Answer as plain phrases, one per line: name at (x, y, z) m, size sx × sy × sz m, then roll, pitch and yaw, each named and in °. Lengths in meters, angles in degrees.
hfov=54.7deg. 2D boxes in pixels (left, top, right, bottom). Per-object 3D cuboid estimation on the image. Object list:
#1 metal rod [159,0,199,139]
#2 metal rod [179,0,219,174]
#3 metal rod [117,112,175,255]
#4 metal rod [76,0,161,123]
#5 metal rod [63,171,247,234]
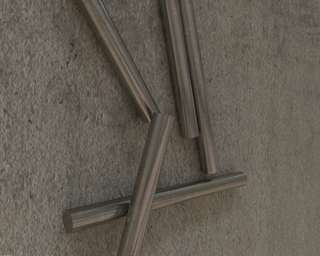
metal rod at (0.018, -0.133, 0.419) m, size 0.025 × 0.025 × 0.298 m, roll -17°, pitch 101°, yaw -39°
metal rod at (0.050, -0.079, 0.446) m, size 0.025 × 0.025 × 0.298 m, roll -17°, pitch 101°, yaw -39°
metal rod at (-0.032, 0.130, 0.350) m, size 0.025 × 0.025 × 0.298 m, roll 15°, pitch 89°, yaw -39°
metal rod at (-0.075, -0.136, 0.340) m, size 0.025 × 0.025 × 0.299 m, roll -42°, pitch 116°, yaw -32°
metal rod at (0.019, 0.091, 0.420) m, size 0.302 × 0.025 × 0.025 m, roll -3°, pitch 92°, yaw -40°
